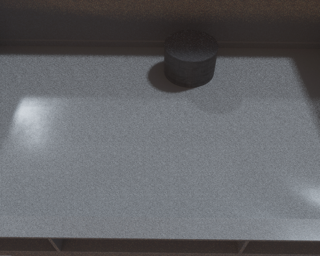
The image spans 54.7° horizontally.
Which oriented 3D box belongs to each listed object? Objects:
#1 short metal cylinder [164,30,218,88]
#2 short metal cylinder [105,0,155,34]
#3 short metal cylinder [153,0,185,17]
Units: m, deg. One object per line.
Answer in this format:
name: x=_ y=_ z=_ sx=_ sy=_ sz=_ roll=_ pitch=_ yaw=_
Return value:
short metal cylinder: x=0.047 y=-0.108 z=0.480 sx=0.080 sy=0.050 sz=0.080 roll=0 pitch=50 yaw=0
short metal cylinder: x=-0.052 y=-0.216 z=0.553 sx=0.050 sy=0.080 sz=0.080 roll=25 pitch=55 yaw=19
short metal cylinder: x=0.010 y=-0.264 z=0.613 sx=0.081 sy=0.050 sz=0.080 roll=0 pitch=50 yaw=0
